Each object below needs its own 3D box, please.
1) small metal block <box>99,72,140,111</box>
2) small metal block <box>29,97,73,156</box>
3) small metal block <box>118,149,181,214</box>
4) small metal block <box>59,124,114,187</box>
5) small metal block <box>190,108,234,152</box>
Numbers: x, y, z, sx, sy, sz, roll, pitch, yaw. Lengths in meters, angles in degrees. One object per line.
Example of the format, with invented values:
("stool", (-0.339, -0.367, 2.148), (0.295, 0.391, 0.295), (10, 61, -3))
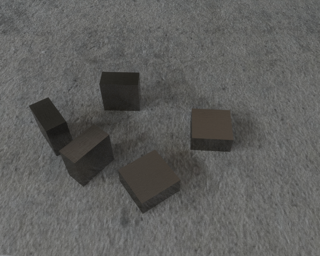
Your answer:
("small metal block", (-0.053, -0.050, 0.428), (0.050, 0.050, 0.025), (1, 50, 0))
("small metal block", (-0.134, -0.001, 0.386), (0.025, 0.050, 0.050), (-30, 56, -23))
("small metal block", (-0.012, 0.060, 0.353), (0.050, 0.025, 0.050), (-28, 56, -22))
("small metal block", (-0.083, 0.032, 0.359), (0.025, 0.050, 0.050), (33, 57, 24))
("small metal block", (0.066, 0.002, 0.402), (0.050, 0.025, 0.050), (3, 50, 2))
